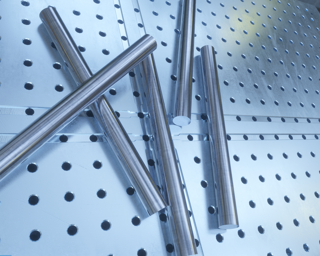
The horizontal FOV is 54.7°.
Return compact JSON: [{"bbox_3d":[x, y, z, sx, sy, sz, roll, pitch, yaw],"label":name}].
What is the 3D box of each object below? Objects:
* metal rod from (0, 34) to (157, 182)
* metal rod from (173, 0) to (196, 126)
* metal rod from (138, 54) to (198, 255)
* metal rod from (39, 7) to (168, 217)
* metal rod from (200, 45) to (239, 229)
[{"bbox_3d":[-0.101,-0.022,0.342,0.025,0.025,0.301,42,58,0],"label":"metal rod"},{"bbox_3d":[0.044,-0.133,0.515,0.025,0.025,0.300,19,54,-18],"label":"metal rod"},{"bbox_3d":[0.002,0.009,0.405,0.025,0.025,0.299,3,60,-27],"label":"metal rod"},{"bbox_3d":[-0.077,-0.030,0.386,0.025,0.025,0.299,-21,73,-36],"label":"metal rod"},{"bbox_3d":[0.083,-0.006,0.458,0.025,0.025,0.299,13,56,-22],"label":"metal rod"}]
